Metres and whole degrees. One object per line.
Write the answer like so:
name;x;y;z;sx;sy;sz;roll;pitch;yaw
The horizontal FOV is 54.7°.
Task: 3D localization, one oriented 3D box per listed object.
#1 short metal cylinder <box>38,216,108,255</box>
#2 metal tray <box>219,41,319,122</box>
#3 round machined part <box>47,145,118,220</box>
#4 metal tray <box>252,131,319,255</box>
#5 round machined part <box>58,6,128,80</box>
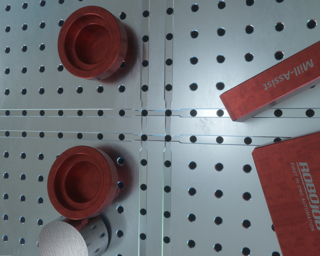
short metal cylinder;-0.121;0.160;0.436;0.080;0.050;0.079;3;97;21
metal tray;0.134;-0.049;0.330;0.130;0.090;0.030;-28;81;17
round machined part;-0.103;0.076;0.432;0.098;0.042;0.098;-4;76;18
metal tray;0.167;0.074;0.351;0.090;0.030;0.129;-17;84;18
round machined part;-0.089;-0.115;0.434;0.098;0.042;0.097;0;90;19
